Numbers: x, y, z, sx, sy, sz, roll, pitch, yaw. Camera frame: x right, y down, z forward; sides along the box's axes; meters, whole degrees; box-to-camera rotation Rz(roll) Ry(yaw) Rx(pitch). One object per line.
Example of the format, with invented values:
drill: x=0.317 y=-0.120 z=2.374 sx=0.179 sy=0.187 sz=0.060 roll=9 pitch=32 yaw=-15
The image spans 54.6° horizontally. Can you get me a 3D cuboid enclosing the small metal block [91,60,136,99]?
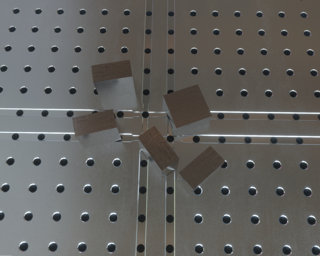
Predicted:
small metal block: x=-0.062 y=-0.065 z=0.422 sx=0.050 sy=0.050 sz=0.025 roll=-9 pitch=71 yaw=-3

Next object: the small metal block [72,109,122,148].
small metal block: x=-0.079 y=0.002 z=0.397 sx=0.050 sy=0.050 sz=0.025 roll=-13 pitch=71 yaw=-5

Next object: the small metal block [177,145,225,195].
small metal block: x=0.049 y=0.053 z=0.379 sx=0.050 sy=0.050 sz=0.025 roll=-39 pitch=75 yaw=-13

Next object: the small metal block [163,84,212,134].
small metal block: x=0.036 y=-0.025 z=0.421 sx=0.050 sy=0.025 sz=0.050 roll=-19 pitch=71 yaw=-7

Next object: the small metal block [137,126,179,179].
small metal block: x=-0.002 y=0.031 z=0.387 sx=0.025 sy=0.050 sz=0.050 roll=-34 pitch=74 yaw=-11
